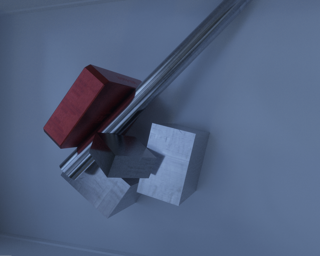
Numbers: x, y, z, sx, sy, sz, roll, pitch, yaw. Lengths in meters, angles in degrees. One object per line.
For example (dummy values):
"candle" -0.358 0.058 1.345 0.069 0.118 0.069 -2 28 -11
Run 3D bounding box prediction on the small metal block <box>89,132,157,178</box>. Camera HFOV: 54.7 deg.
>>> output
"small metal block" -0.040 0.029 0.330 0.050 0.050 0.025 40 114 47

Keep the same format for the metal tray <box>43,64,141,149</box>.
"metal tray" -0.066 -0.022 0.375 0.030 0.130 0.090 42 104 16

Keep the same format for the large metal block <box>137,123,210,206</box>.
"large metal block" 0.019 0.039 0.373 0.050 0.080 0.079 14 95 19

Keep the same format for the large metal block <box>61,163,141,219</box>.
"large metal block" -0.064 0.062 0.403 0.080 0.080 0.050 38 102 15

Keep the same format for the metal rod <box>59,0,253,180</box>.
"metal rod" 0.000 -0.057 0.360 0.025 0.025 0.300 43 86 14
